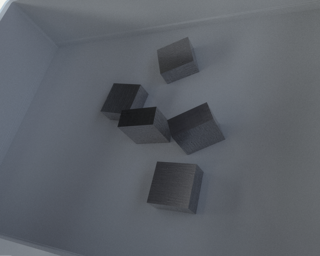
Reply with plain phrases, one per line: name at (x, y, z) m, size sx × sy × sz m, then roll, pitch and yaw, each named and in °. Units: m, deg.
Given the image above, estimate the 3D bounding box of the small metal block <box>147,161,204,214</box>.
small metal block at (0.018, 0.068, 0.355) m, size 0.050 × 0.025 × 0.050 m, roll 0°, pitch 62°, yaw 28°

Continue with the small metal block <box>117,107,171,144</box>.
small metal block at (-0.018, -0.002, 0.400) m, size 0.050 × 0.050 × 0.025 m, roll -4°, pitch 60°, yaw 26°

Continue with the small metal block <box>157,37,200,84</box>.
small metal block at (0.026, -0.099, 0.453) m, size 0.050 × 0.025 × 0.050 m, roll -19°, pitch 54°, yaw 17°

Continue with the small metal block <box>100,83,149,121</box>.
small metal block at (-0.052, -0.037, 0.456) m, size 0.050 × 0.025 × 0.050 m, roll 8°, pitch 65°, yaw 31°

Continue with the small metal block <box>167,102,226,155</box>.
small metal block at (0.043, 0.002, 0.365) m, size 0.050 × 0.050 × 0.025 m, roll -25°, pitch 53°, yaw 13°
